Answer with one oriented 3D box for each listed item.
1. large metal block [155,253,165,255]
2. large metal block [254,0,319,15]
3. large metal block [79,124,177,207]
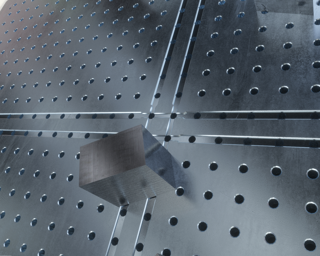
[{"bbox_3d":[0.005,0.178,0.282,0.080,0.050,0.080,-47,51,-4],"label":"large metal block"},{"bbox_3d":[0.182,-0.205,0.423,0.080,0.050,0.080,20,73,35],"label":"large metal block"},{"bbox_3d":[-0.036,0.048,0.364,0.080,0.080,0.050,-20,54,16],"label":"large metal block"}]
